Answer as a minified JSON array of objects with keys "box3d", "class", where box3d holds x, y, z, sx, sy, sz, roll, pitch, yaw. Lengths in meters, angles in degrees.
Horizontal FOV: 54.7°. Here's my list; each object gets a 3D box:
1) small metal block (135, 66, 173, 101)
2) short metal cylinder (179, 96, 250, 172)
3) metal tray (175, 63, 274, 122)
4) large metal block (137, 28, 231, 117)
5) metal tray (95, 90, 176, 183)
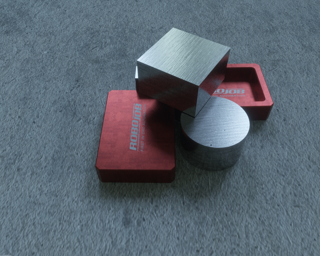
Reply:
[{"box3d":[-0.008,-0.060,0.439,0.050,0.050,0.025,1,50,0],"class":"small metal block"},{"box3d":[0.065,0.007,0.383,0.080,0.050,0.080,0,50,0],"class":"short metal cylinder"},{"box3d":[0.085,-0.052,0.446,0.131,0.030,0.090,-1,50,-1],"class":"metal tray"},{"box3d":[0.029,-0.071,0.382,0.080,0.050,0.080,26,55,20],"class":"large metal block"},{"box3d":[-0.027,0.007,0.397,0.091,0.030,0.130,1,50,0],"class":"metal tray"}]
